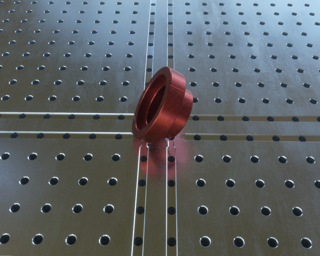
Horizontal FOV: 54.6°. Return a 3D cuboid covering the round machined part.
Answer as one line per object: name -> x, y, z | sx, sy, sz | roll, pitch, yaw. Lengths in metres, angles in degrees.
round machined part -> 0.006, -0.025, 0.394 | 0.042, 0.098, 0.098 | 23, 47, -21
